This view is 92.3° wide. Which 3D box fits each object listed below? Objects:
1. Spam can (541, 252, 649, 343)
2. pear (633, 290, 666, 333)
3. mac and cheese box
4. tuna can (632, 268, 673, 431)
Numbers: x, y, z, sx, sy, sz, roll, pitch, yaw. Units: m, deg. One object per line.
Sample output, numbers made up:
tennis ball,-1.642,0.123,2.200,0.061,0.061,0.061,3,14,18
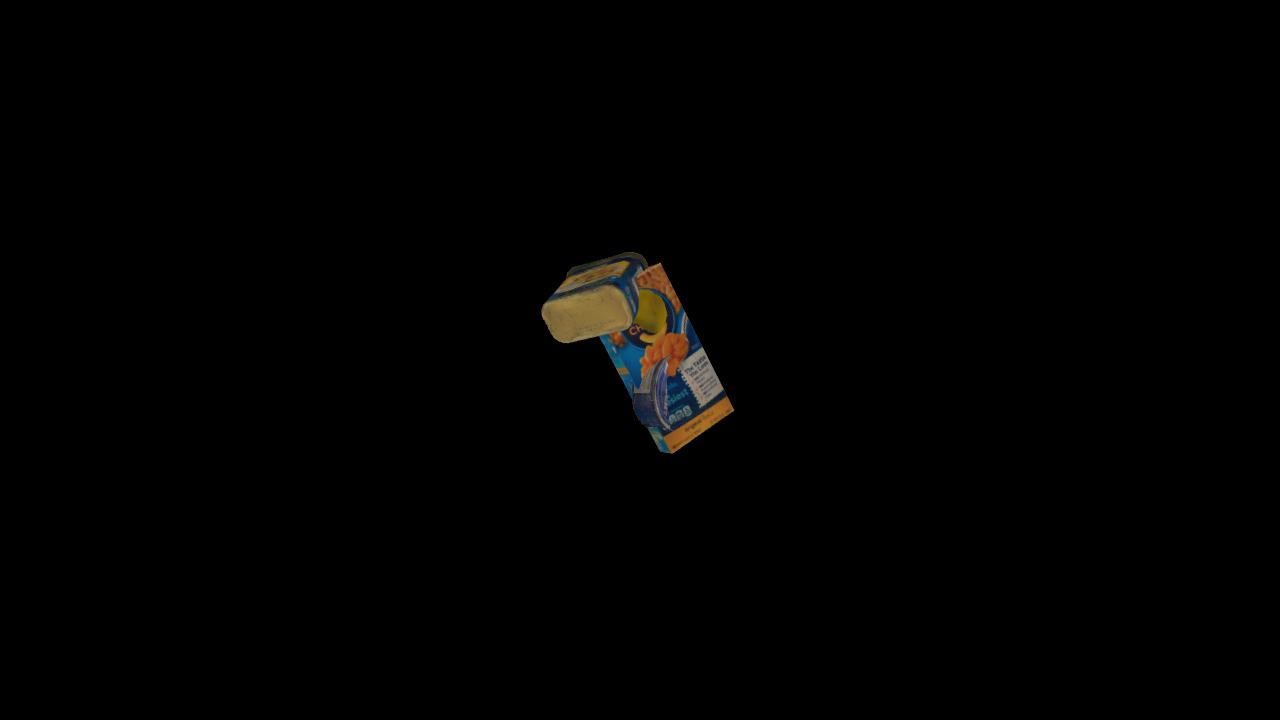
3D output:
Spam can,-0.044,-0.066,0.657,0.101,0.058,0.085,-12,26,23
pear,-0.008,-0.056,0.688,0.080,0.080,0.111,0,27,-4
mac and cheese box,0.022,-0.002,0.667,0.093,0.184,0.041,-31,9,-19
tuna can,0.027,0.035,0.667,0.034,0.084,0.084,-2,-1,37
